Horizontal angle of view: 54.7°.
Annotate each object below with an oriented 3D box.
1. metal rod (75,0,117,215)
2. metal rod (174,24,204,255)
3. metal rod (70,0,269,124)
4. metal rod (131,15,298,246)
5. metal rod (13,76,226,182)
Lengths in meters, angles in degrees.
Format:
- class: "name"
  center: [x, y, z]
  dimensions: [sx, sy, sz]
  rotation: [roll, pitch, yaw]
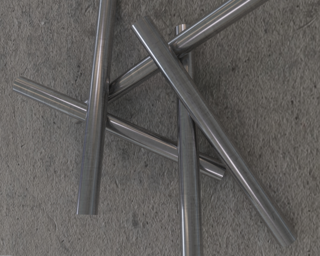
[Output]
- class: "metal rod"
  center: [-0.078, -0.045, 0.393]
  dimensions: [0.025, 0.025, 0.299]
  rotation: [-4, 72, 20]
- class: "metal rod"
  center: [0.033, 0.019, 0.367]
  dimensions: [0.025, 0.025, 0.299]
  rotation: [-5, 77, 20]
- class: "metal rod"
  center: [-0.007, -0.080, 0.384]
  dimensions: [0.299, 0.025, 0.025]
  rotation: [-29, 81, 28]
- class: "metal rod"
  center: [0.063, 0.005, 0.353]
  dimensions: [0.025, 0.025, 0.299]
  rotation: [-34, 92, 17]
- class: "metal rod"
  center: [-0.058, -0.003, 0.406]
  dimensions: [0.301, 0.025, 0.025]
  rotation: [23, 98, 9]
